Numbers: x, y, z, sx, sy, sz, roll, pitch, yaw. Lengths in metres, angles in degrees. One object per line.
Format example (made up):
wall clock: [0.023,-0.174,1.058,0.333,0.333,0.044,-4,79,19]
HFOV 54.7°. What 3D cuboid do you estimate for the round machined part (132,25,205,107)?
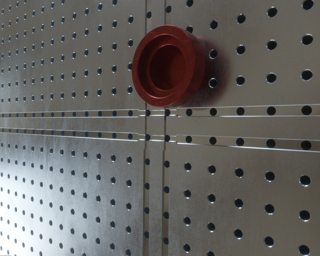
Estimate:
round machined part: [0.015,-0.074,0.385,0.098,0.042,0.097,0,90,39]
